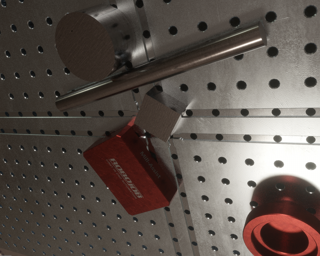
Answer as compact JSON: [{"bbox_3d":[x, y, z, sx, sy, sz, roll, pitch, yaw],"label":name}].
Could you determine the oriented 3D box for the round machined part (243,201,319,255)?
[{"bbox_3d":[0.160,0.133,0.398,0.098,0.042,0.097,13,124,20],"label":"round machined part"}]

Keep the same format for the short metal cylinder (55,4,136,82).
[{"bbox_3d":[-0.076,-0.102,0.370,0.080,0.050,0.079,13,124,20],"label":"short metal cylinder"}]

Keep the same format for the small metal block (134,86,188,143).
[{"bbox_3d":[0.000,-0.017,0.399,0.050,0.025,0.050,31,128,7],"label":"small metal block"}]

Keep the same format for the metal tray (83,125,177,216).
[{"bbox_3d":[-0.046,0.069,0.473,0.090,0.030,0.130,-26,105,36],"label":"metal tray"}]

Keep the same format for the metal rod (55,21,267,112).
[{"bbox_3d":[-0.023,-0.064,0.382,0.300,0.025,0.025,-13,112,33],"label":"metal rod"}]
